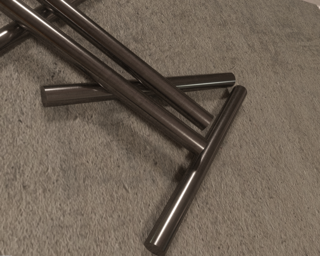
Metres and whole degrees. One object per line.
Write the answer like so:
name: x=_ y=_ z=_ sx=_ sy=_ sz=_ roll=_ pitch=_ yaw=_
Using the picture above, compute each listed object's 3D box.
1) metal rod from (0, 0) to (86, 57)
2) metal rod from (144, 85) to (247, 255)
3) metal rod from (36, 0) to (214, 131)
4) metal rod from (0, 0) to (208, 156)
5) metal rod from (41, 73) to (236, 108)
metal rod: x=-0.160 y=-0.142 z=0.405 sx=0.025 sy=0.025 sz=0.301 roll=37 pitch=51 yaw=-4
metal rod: x=0.063 y=0.033 z=0.419 sx=0.025 sy=0.025 sz=0.301 roll=39 pitch=51 yaw=-3
metal rod: x=-0.055 y=-0.098 z=0.401 sx=0.301 sy=0.025 sz=0.025 roll=38 pitch=51 yaw=-3
metal rod: x=-0.069 y=-0.064 z=0.373 sx=0.301 sy=0.025 sz=0.025 roll=37 pitch=51 yaw=-4
metal rod: x=-0.008 y=-0.058 z=0.436 sx=0.303 sy=0.025 sz=0.025 roll=-10 pitch=67 yaw=-33
